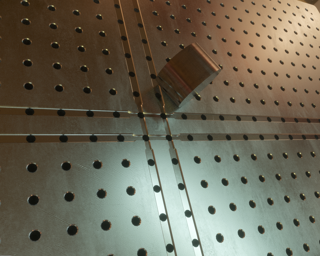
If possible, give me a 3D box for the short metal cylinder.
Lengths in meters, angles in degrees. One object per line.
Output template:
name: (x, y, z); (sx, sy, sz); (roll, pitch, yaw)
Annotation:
short metal cylinder: (0.040, -0.075, 0.442); (0.050, 0.080, 0.081); (49, 51, 6)
